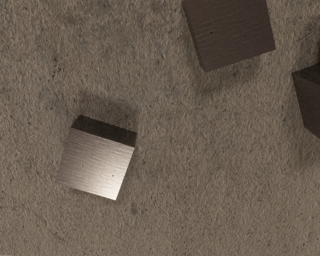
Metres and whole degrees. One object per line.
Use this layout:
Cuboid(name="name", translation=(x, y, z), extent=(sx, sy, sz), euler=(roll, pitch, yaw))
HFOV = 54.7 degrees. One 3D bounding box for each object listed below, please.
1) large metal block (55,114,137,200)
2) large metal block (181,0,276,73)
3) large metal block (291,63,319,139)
Cuboid(name="large metal block", translation=(-0.082, 0.038, 0.409), extent=(0.080, 0.050, 0.079), euler=(18, 109, -7))
Cuboid(name="large metal block", translation=(0.076, -0.118, 0.354), extent=(0.080, 0.050, 0.080), euler=(-18, 109, 6))
Cuboid(name="large metal block", translation=(0.208, -0.031, 0.372), extent=(0.050, 0.080, 0.080), euler=(-20, 109, 7))
